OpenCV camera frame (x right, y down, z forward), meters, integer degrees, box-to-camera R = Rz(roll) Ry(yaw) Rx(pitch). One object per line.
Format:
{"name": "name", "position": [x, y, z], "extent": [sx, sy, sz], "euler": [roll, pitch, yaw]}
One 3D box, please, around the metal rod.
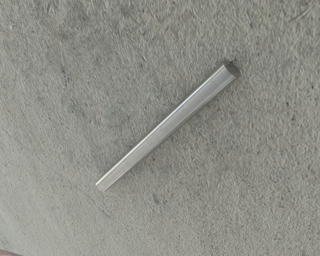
{"name": "metal rod", "position": [-0.009, 0.015, 0.422], "extent": [0.025, 0.025, 0.299], "euler": [45, 129, -3]}
